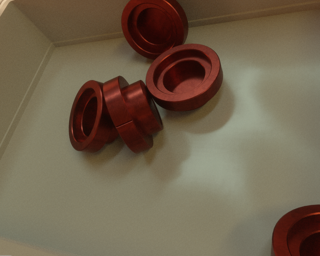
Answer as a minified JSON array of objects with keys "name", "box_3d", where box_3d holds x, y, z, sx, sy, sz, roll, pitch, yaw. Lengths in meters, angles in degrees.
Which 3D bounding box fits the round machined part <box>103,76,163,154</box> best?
[{"name":"round machined part","box_3d":[-0.028,-0.021,0.385,0.042,0.098,0.098,-24,53,7]}]

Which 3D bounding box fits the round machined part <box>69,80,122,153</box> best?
[{"name":"round machined part","box_3d":[-0.086,-0.014,0.429,0.098,0.042,0.098,-18,66,48]}]

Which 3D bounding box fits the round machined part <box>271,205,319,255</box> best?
[{"name":"round machined part","box_3d":[0.137,0.108,0.237,0.099,0.042,0.098,-5,27,3]}]

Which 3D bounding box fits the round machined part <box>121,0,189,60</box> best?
[{"name":"round machined part","box_3d":[-0.004,-0.154,0.460,0.098,0.098,0.042,1,39,28]}]

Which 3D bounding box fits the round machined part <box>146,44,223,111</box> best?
[{"name":"round machined part","box_3d":[0.034,-0.062,0.409,0.098,0.042,0.098,-10,55,15]}]
